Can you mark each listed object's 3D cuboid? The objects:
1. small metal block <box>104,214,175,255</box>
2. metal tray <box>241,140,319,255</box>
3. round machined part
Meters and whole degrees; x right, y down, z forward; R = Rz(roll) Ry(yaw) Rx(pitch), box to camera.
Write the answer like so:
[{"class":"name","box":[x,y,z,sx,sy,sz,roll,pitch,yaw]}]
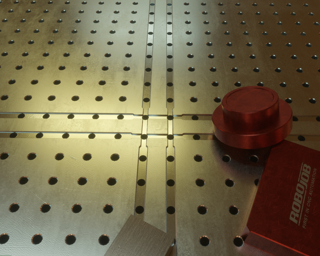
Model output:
[{"class":"small metal block","box":[-0.020,0.122,0.305,0.050,0.025,0.050,23,54,18]},{"class":"metal tray","box":[0.152,0.078,0.339,0.090,0.030,0.130,20,53,16]},{"class":"round machined part","box":[0.115,-0.020,0.393,0.098,0.042,0.098,-10,32,7]}]
